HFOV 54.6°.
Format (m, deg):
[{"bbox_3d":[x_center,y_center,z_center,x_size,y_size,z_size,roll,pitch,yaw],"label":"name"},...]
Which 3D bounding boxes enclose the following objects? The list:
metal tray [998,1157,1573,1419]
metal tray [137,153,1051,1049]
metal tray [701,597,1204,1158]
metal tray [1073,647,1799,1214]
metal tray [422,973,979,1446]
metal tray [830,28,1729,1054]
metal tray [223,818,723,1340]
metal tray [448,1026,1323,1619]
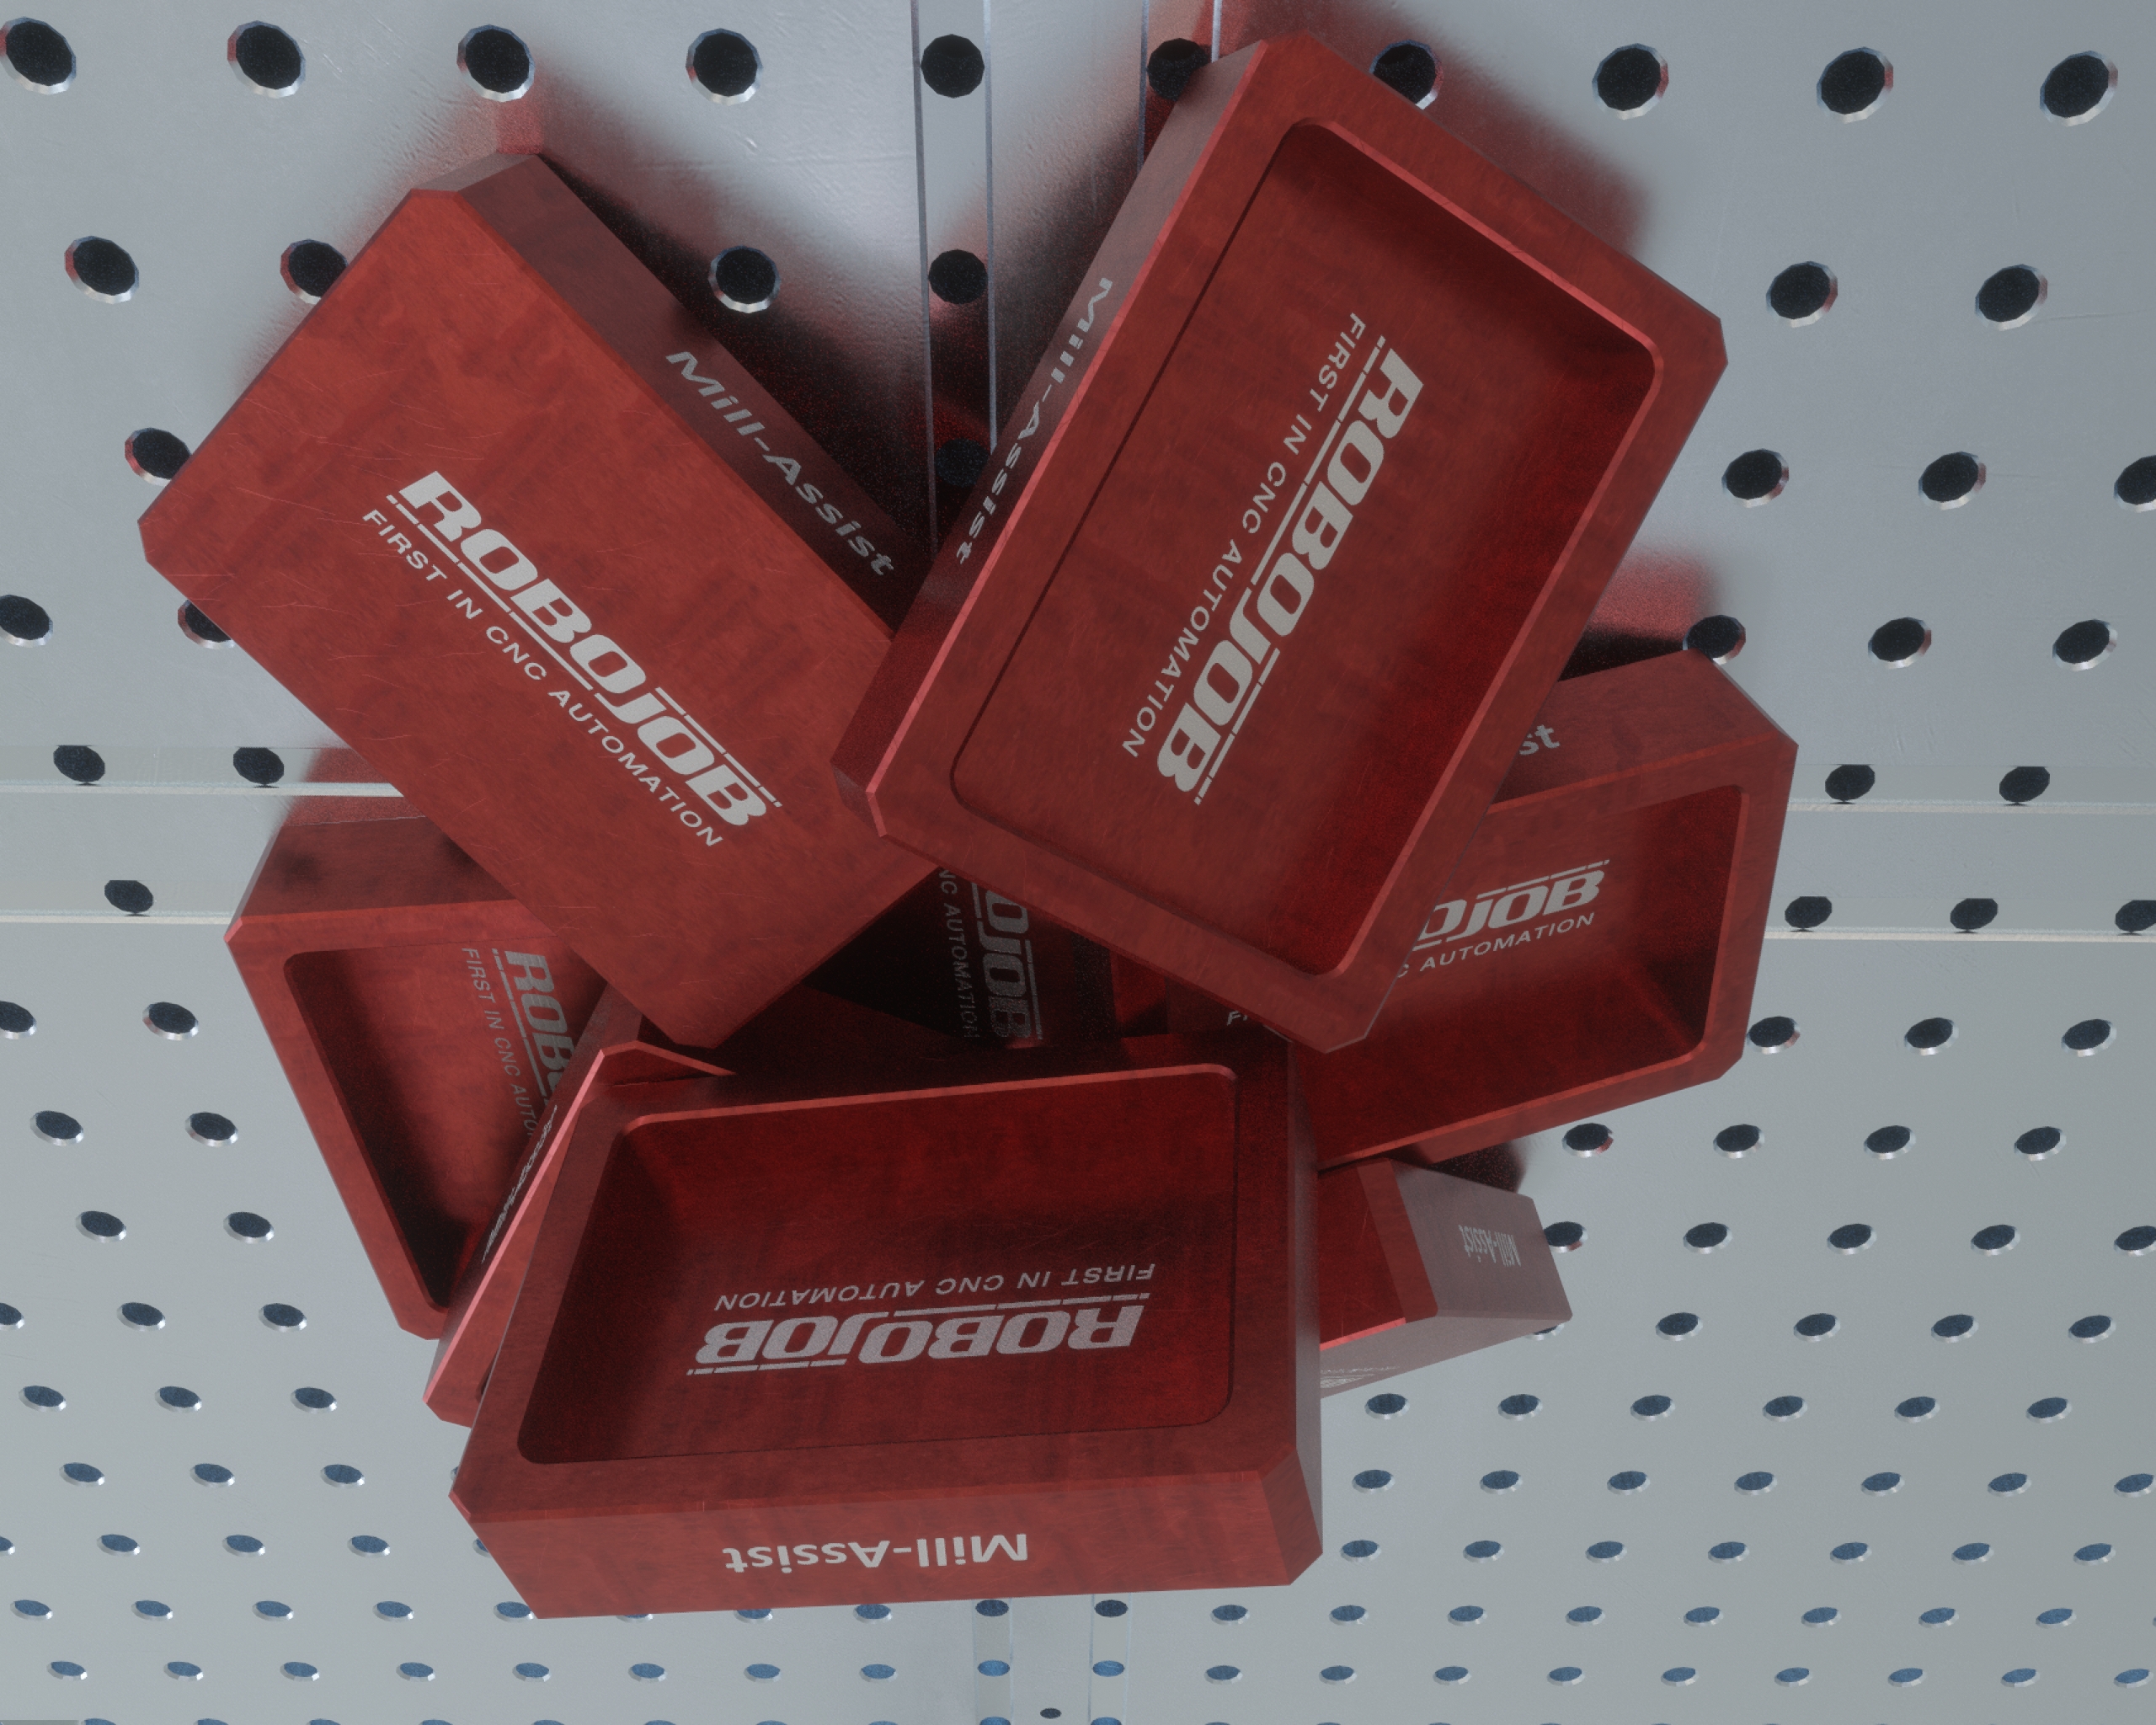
[{"bbox_3d":[0.046,0.096,0.446,0.090,0.030,0.130,-23,160,19],"label":"metal tray"},{"bbox_3d":[-0.079,-0.039,0.352,0.090,0.030,0.130,-38,106,27],"label":"metal tray"},{"bbox_3d":[-0.019,0.009,0.415,0.090,0.030,0.129,-5,128,1],"label":"metal tray"},{"bbox_3d":[0.066,0.017,0.399,0.131,0.030,0.090,-15,131,-10],"label":"metal tray"},{"bbox_3d":[-0.073,0.081,0.436,0.090,0.030,0.129,21,127,-17],"label":"metal tray"},{"bbox_3d":[0.031,-0.047,0.325,0.090,0.030,0.130,27,92,-21],"label":"metal tray"},{"bbox_3d":[-0.115,0.049,0.449,0.090,0.030,0.129,-4,129,2],"label":"metal tray"},{"bbox_3d":[-0.027,0.074,0.347,0.130,0.090,0.030,-6,130,11],"label":"metal tray"}]
